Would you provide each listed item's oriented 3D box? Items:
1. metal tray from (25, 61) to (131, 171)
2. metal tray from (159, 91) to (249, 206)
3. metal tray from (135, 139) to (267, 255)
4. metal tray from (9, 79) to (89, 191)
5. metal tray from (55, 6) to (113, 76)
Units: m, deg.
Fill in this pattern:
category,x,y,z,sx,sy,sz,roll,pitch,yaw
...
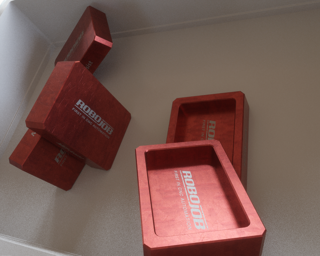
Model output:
category,x,y,z,sx,sy,sz,roll,pitch,yaw
metal tray,-0.094,-0.011,0.393,0.030,0.130,0.090,6,65,31
metal tray,0.053,0.023,0.359,0.090,0.030,0.130,-4,60,25
metal tray,0.026,0.060,0.280,0.091,0.030,0.130,-5,31,-5
metal tray,-0.128,0.010,0.422,0.030,0.090,0.130,16,70,34
metal tray,-0.129,-0.121,0.507,0.129,0.030,0.090,-45,46,32
